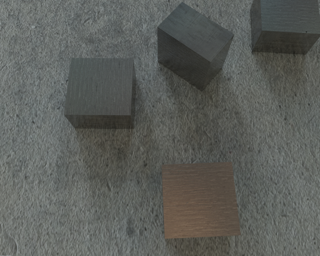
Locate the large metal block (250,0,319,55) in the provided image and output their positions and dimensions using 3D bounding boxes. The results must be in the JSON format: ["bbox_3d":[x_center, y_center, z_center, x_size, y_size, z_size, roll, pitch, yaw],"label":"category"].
[{"bbox_3d":[0.180,-0.158,0.454,0.080,0.050,0.080,4,70,1],"label":"large metal block"}]

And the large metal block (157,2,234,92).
[{"bbox_3d":[0.044,-0.106,0.418,0.080,0.080,0.050,37,74,12],"label":"large metal block"}]

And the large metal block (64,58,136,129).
[{"bbox_3d":[-0.075,-0.045,0.411,0.080,0.050,0.080,1,70,0],"label":"large metal block"}]

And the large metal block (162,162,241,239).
[{"bbox_3d":[0.044,0.086,0.364,0.081,0.050,0.080,-2,70,-1],"label":"large metal block"}]
